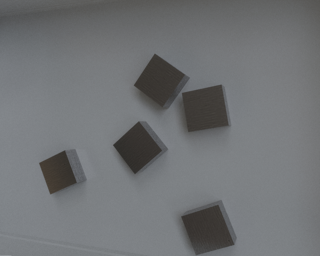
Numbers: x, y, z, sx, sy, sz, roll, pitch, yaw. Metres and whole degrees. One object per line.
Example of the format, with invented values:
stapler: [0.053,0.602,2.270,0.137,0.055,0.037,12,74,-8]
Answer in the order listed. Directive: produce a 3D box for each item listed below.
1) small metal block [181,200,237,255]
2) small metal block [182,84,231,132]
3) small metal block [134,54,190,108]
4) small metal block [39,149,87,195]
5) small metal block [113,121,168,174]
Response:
small metal block: [0.062,0.124,0.389,0.050,0.025,0.050,-23,82,18]
small metal block: [0.059,-0.024,0.390,0.050,0.025,0.050,-10,87,19]
small metal block: [0.003,-0.061,0.410,0.050,0.025,0.050,38,102,16]
small metal block: [-0.145,0.065,0.462,0.050,0.025,0.050,-25,82,18]
small metal block: [-0.026,0.026,0.420,0.050,0.025,0.050,-42,77,15]
